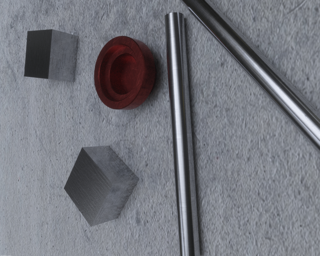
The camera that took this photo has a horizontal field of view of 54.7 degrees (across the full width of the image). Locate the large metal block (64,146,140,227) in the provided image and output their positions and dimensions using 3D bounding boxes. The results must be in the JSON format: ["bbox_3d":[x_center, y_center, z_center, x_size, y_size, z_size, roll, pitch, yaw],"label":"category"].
[{"bbox_3d":[-0.089,0.083,0.459,0.080,0.050,0.079,42,115,31],"label":"large metal block"}]

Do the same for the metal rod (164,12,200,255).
[{"bbox_3d":[0.027,0.009,0.380,0.025,0.025,0.298,-6,86,39],"label":"metal rod"}]

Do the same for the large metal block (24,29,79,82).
[{"bbox_3d":[-0.191,-0.125,0.543,0.080,0.050,0.079,12,97,39],"label":"large metal block"}]

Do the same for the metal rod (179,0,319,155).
[{"bbox_3d":[0.108,-0.052,0.314,0.025,0.025,0.299,-48,62,29],"label":"metal rod"}]

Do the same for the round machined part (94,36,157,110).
[{"bbox_3d":[-0.043,-0.073,0.427,0.098,0.042,0.097,0,90,39],"label":"round machined part"}]
